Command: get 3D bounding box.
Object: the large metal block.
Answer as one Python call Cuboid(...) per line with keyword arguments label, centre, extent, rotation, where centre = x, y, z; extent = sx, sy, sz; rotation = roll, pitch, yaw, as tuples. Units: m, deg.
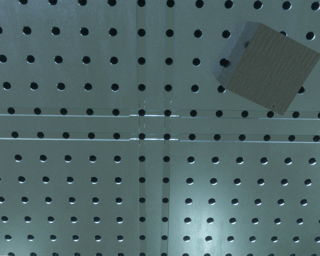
Cuboid(label="large metal block", centre=(0.127, -0.073, 0.375), extent=(0.080, 0.050, 0.080), rotation=(24, 108, -9))
